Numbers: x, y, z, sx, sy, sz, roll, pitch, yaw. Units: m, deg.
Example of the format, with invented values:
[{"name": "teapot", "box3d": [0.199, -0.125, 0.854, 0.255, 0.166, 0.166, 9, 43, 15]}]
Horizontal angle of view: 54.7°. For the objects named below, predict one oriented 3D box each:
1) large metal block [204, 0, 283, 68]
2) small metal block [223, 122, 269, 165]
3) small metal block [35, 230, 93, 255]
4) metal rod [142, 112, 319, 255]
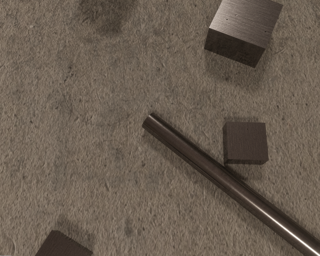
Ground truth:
[{"name": "large metal block", "box3d": [0.120, -0.146, 0.450, 0.080, 0.050, 0.080, 23, 72, 8]}, {"name": "small metal block", "box3d": [0.110, 0.020, 0.402, 0.050, 0.025, 0.050, 2, 70, 0]}, {"name": "small metal block", "box3d": [-0.113, 0.152, 0.351, 0.050, 0.025, 0.050, 28, 72, 9]}, {"name": "metal rod", "box3d": [0.100, 0.080, 0.380, 0.300, 0.025, 0.025, 38, 74, 12]}]
